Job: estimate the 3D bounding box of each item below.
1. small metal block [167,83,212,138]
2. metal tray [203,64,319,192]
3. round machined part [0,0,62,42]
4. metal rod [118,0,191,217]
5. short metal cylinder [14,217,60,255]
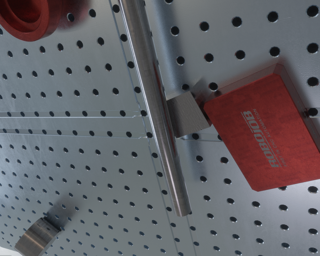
[{"bbox_3d":[0.033,-0.021,0.381,0.050,0.025,0.050,-21,108,36],"label":"small metal block"},{"bbox_3d":[0.120,0.005,0.348,0.090,0.030,0.130,-23,106,36],"label":"metal tray"},{"bbox_3d":[-0.163,-0.162,0.386,0.098,0.042,0.097,13,124,21],"label":"round machined part"},{"bbox_3d":[-0.002,-0.017,0.369,0.025,0.025,0.298,0,118,28],"label":"metal rod"},{"bbox_3d":[-0.260,0.239,0.661,0.050,0.080,0.080,38,129,3],"label":"short metal cylinder"}]
